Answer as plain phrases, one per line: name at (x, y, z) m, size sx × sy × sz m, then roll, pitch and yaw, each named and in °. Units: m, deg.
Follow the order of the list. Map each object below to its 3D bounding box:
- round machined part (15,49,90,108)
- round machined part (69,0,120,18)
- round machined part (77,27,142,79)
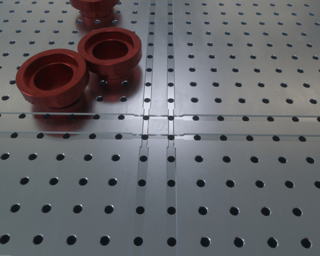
round machined part at (-0.151, -0.067, 0.449) m, size 0.098 × 0.042 × 0.098 m, roll -2°, pitch 53°, yaw 3°
round machined part at (-0.127, -0.252, 0.609) m, size 0.099 × 0.042 × 0.098 m, roll 0°, pitch 50°, yaw 0°
round machined part at (-0.078, -0.115, 0.493) m, size 0.099 × 0.042 × 0.098 m, roll 0°, pitch 50°, yaw 0°
